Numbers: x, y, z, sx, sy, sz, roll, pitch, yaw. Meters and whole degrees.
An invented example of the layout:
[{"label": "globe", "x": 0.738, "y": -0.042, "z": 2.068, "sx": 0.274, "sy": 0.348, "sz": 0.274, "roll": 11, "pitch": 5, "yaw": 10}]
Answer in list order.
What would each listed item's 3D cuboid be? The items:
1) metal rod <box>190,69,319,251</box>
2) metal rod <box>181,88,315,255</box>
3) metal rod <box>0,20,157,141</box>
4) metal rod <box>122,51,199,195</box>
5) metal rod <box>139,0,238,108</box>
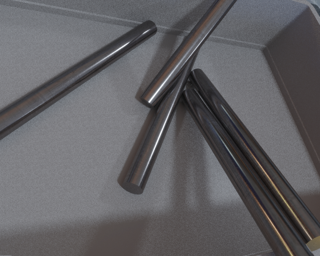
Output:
[{"label": "metal rod", "x": 0.095, "y": 0.008, "z": 0.376, "sx": 0.025, "sy": 0.025, "sz": 0.300, "roll": 8, "pitch": 34, "yaw": -24}, {"label": "metal rod", "x": 0.077, "y": 0.034, "z": 0.339, "sx": 0.025, "sy": 0.025, "sz": 0.300, "roll": 11, "pitch": 29, "yaw": -22}, {"label": "metal rod", "x": -0.096, "y": -0.075, "z": 0.399, "sx": 0.025, "sy": 0.025, "sz": 0.301, "roll": 43, "pitch": 51, "yaw": 1}, {"label": "metal rod", "x": 0.015, "y": -0.042, "z": 0.438, "sx": 0.025, "sy": 0.025, "sz": 0.300, "roll": 30, "pitch": 52, "yaw": -9}, {"label": "metal rod", "x": 0.072, "y": -0.153, "z": 0.440, "sx": 0.025, "sy": 0.025, "sz": 0.300, "roll": 38, "pitch": 82, "yaw": -3}]
